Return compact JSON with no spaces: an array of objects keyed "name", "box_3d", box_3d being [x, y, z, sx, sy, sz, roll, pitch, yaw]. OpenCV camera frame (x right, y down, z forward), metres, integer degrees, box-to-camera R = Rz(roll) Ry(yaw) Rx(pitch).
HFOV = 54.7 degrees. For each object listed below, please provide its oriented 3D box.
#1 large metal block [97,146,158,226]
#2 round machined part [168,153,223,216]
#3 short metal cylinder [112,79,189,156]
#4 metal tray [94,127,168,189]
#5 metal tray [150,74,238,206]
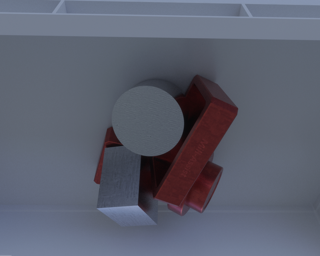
[{"name":"large metal block","box_3d":[-0.037,0.077,0.406,0.050,0.080,0.080,-7,146,14]},{"name":"round machined part","box_3d":[0.053,0.076,0.420,0.042,0.098,0.097,25,133,19]},{"name":"short metal cylinder","box_3d":[-0.009,-0.014,0.359,0.080,0.050,0.079,3,107,10]},{"name":"metal tray","box_3d":[-0.022,0.054,0.448,0.131,0.030,0.089,13,129,-12]},{"name":"metal tray","box_3d":[0.031,0.012,0.355,0.030,0.090,0.129,23,111,-15]}]
